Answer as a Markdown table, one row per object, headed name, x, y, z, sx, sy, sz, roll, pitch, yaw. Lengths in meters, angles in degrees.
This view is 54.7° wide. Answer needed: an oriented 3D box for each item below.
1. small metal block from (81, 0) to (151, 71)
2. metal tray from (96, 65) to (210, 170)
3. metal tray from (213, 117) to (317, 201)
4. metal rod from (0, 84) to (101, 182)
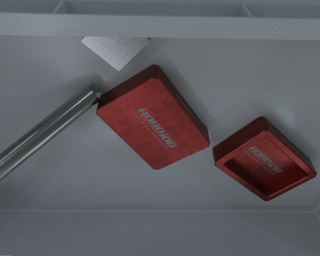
| name | x | y | z | sx | sy | sz | roll | pitch | yaw |
| --- | --- | --- | --- | --- | --- | --- | --- | --- | --- |
| small metal block | -0.045 | -0.097 | 0.326 | 0.050 | 0.025 | 0.050 | 37 | 121 | -28 |
| metal tray | -0.005 | -0.007 | 0.400 | 0.090 | 0.030 | 0.130 | -27 | 126 | 21 |
| metal tray | 0.152 | 0.050 | 0.450 | 0.130 | 0.030 | 0.090 | 36 | 121 | -27 |
| metal rod | -0.196 | 0.052 | 0.366 | 0.301 | 0.025 | 0.025 | -40 | 124 | -3 |
